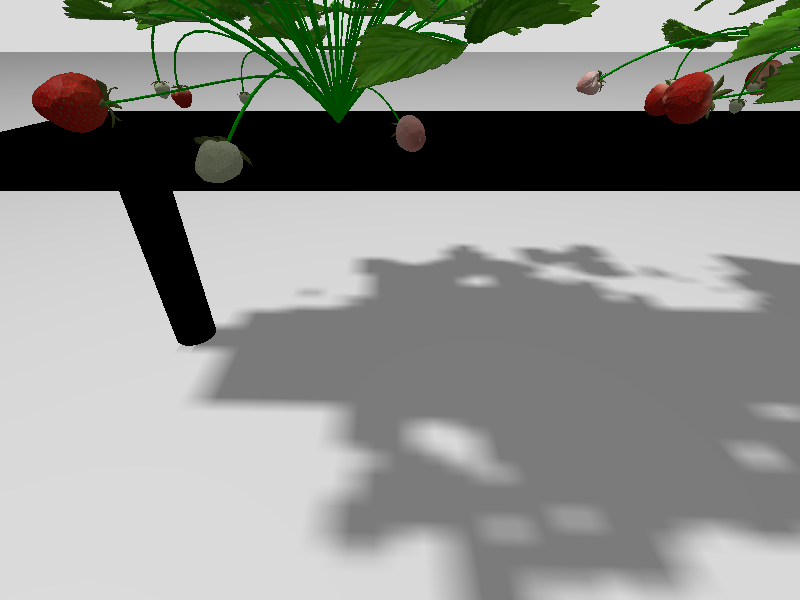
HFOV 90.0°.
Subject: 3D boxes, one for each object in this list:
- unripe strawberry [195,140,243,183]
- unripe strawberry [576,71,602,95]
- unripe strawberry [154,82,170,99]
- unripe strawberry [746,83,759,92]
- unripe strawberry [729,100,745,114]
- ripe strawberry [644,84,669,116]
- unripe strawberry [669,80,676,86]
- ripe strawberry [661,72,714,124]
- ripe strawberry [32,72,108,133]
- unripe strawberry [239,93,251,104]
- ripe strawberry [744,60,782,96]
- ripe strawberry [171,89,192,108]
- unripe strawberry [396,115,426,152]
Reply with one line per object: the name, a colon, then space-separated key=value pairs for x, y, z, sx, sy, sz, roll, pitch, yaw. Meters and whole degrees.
unripe strawberry: x=-0.081 y=-0.061 z=0.179 sx=0.021 sy=0.019 sz=0.019 roll=6 pitch=-29 yaw=9
unripe strawberry: x=0.217 y=-0.249 z=0.461 sx=0.028 sy=0.025 sz=0.026 roll=-30 pitch=23 yaw=-38
unripe strawberry: x=-0.247 y=-0.218 z=0.416 sx=0.013 sy=0.015 sz=0.015 roll=18 pitch=37 yaw=25
unripe strawberry: x=0.371 y=-0.223 z=0.422 sx=0.011 sy=0.011 sz=0.010 roll=-7 pitch=34 yaw=-11
unripe strawberry: x=0.257 y=-0.148 z=0.306 sx=0.010 sy=0.010 sz=0.009 roll=-3 pitch=33 yaw=-4
ripe strawberry: x=0.220 y=-0.168 z=0.340 sx=0.024 sy=0.023 sz=0.022 roll=35 pitch=32 yaw=-13
unripe strawberry: x=0.319 y=-0.253 z=0.469 sx=0.011 sy=0.010 sz=0.010 roll=-14 pitch=36 yaw=-20
ripe strawberry: x=0.219 y=-0.154 z=0.307 sx=0.034 sy=0.035 sz=0.031 roll=-2 pitch=33 yaw=-2
ripe strawberry: x=-0.226 y=-0.135 z=0.275 sx=0.042 sy=0.036 sz=0.042 roll=-8 pitch=34 yaw=-12
unripe strawberry: x=-0.152 y=-0.197 z=0.393 sx=0.011 sy=0.011 sz=0.011 roll=25 pitch=41 yaw=33
ripe strawberry: x=0.423 y=-0.260 z=0.468 sx=0.032 sy=0.036 sz=0.035 roll=4 pitch=33 yaw=6
ripe strawberry: x=-0.201 y=-0.187 z=0.370 sx=0.016 sy=0.016 sz=0.018 roll=13 pitch=35 yaw=19
unripe strawberry: x=0.007 y=-0.095 z=0.229 sx=0.017 sy=0.020 sz=0.019 roll=-16 pitch=42 yaw=-23
